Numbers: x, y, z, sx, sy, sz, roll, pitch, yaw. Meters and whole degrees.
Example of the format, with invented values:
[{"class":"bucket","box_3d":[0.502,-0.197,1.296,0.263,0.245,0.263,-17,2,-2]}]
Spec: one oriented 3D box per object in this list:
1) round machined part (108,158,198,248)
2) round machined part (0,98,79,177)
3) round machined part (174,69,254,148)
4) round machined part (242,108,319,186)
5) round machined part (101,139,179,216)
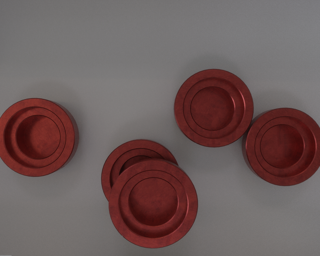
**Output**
[{"class":"round machined part","box_3d":[-0.007,0.084,0.361,0.099,0.042,0.097,0,90,-1]},{"class":"round machined part","box_3d":[-0.154,0.012,0.402,0.099,0.042,0.097,0,90,0]},{"class":"round machined part","box_3d":[0.067,-0.025,0.403,0.099,0.042,0.097,0,90,0]},{"class":"round machined part","box_3d":[0.156,0.023,0.404,0.099,0.042,0.097,0,90,0]},{"class":"round machined part","box_3d":[-0.023,0.063,0.403,0.099,0.042,0.097,0,90,0]}]
